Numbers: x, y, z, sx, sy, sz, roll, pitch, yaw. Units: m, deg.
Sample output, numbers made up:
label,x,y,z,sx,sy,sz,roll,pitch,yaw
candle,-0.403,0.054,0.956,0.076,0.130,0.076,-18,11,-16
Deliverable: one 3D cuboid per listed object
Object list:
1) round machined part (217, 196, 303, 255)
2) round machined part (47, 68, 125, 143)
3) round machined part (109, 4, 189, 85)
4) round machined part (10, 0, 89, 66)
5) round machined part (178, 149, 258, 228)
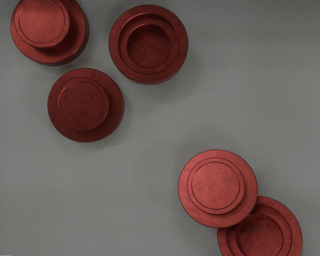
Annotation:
label,x,y,z,sx,sy,sz,roll,pitch,yaw
round machined part,0.125,0.139,0.388,0.098,0.042,0.098,-13,54,18
round machined part,-0.097,-0.030,0.402,0.099,0.042,0.097,0,90,0
round machined part,-0.014,-0.104,0.403,0.099,0.042,0.097,0,90,0
round machined part,-0.146,-0.132,0.402,0.099,0.042,0.097,0,90,0
round machined part,0.071,0.074,0.386,0.098,0.042,0.098,-4,71,13
